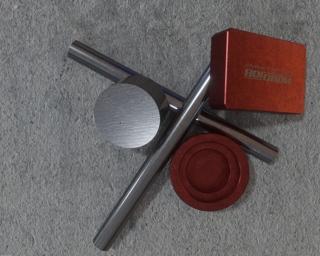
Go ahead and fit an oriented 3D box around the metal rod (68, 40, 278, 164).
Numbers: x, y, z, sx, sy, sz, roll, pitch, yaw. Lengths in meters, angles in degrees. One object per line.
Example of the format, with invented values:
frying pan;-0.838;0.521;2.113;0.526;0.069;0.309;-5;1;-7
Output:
metal rod;0.017;-0.034;0.412;0.301;0.025;0.025;28;90;0

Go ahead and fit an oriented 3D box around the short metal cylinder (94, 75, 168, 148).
short metal cylinder;-0.034;-0.022;0.385;0.080;0.050;0.079;4;111;11

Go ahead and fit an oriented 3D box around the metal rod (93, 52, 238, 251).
metal rod;0.004;0.030;0.394;0.025;0.025;0.299;33;96;0

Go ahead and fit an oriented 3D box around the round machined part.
round machined part;0.062;0.055;0.403;0.099;0.042;0.097;0;90;0

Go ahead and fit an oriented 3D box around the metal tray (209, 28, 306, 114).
metal tray;0.123;-0.064;0.381;0.131;0.030;0.089;2;90;-28
